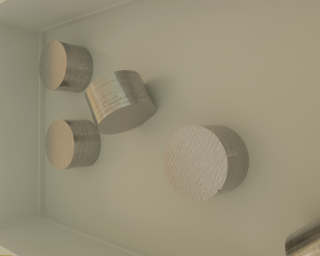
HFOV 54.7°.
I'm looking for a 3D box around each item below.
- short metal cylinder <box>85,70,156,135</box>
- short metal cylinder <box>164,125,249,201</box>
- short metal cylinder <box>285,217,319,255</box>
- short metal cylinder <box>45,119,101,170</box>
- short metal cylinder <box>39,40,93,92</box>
[{"bbox_3d":[-0.053,-0.033,0.412,0.080,0.081,0.050,-37,67,33],"label":"short metal cylinder"},{"bbox_3d":[0.051,0.037,0.347,0.080,0.050,0.079,0,90,39],"label":"short metal cylinder"},{"bbox_3d":[0.149,0.110,0.247,0.050,0.081,0.080,-47,62,29],"label":"short metal cylinder"},{"bbox_3d":[-0.142,0.026,0.505,0.080,0.050,0.079,0,90,39],"label":"short metal cylinder"},{"bbox_3d":[-0.157,-0.101,0.517,0.080,0.050,0.079,0,90,39],"label":"short metal cylinder"}]
